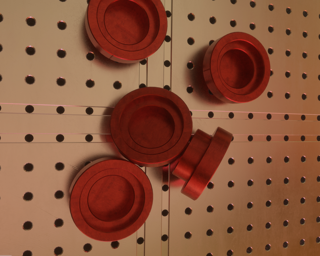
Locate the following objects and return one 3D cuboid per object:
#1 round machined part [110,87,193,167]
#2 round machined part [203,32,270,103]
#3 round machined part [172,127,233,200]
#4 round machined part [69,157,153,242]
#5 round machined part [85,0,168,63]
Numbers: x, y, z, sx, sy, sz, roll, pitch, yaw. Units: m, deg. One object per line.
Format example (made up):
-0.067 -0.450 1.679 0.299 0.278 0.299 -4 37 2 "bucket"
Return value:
-0.011 0.001 0.387 0.099 0.042 0.098 1 71 -1 "round machined part"
0.105 -0.083 0.444 0.099 0.042 0.097 0 90 -21 "round machined part"
0.050 0.040 0.399 0.042 0.098 0.098 30 79 7 "round machined part"
-0.061 0.084 0.381 0.099 0.042 0.097 -1 92 -20 "round machined part"
-0.044 -0.129 0.388 0.099 0.042 0.097 0 90 -21 "round machined part"
